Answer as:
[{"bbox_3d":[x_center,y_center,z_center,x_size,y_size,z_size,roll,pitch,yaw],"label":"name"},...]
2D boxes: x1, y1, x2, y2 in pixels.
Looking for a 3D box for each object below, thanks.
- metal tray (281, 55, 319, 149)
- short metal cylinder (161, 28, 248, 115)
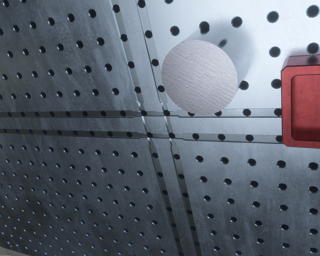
[{"bbox_3d":[0.187,-0.023,0.294,0.130,0.030,0.089,2,120,27],"label":"metal tray"},{"bbox_3d":[0.048,-0.061,0.332,0.080,0.050,0.079,13,124,21],"label":"short metal cylinder"}]
